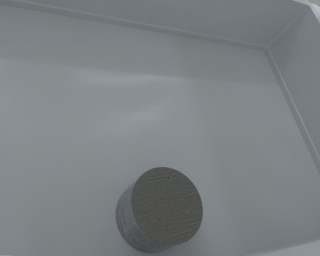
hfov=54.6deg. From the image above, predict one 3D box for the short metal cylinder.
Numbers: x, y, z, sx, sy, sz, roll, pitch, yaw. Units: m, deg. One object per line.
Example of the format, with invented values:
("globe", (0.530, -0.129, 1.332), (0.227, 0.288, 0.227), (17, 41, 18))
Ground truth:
("short metal cylinder", (-0.001, 0.089, 0.334), (0.081, 0.050, 0.080), (13, 56, -21))
